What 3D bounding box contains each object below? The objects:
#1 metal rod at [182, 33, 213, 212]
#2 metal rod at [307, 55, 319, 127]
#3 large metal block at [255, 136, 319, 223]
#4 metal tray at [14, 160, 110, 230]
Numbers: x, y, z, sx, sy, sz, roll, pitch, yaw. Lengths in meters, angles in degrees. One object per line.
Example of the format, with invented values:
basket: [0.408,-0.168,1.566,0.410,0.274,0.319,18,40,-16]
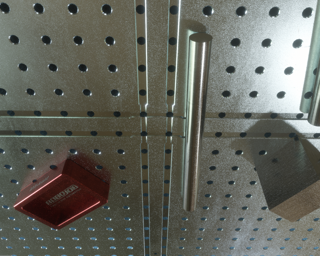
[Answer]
metal rod: [0.047,0.017,0.426,0.025,0.025,0.298,-1,130,1]
metal rod: [0.183,-0.122,0.309,0.025,0.025,0.298,-7,130,6]
large metal block: [0.192,0.073,0.440,0.050,0.080,0.080,29,124,-23]
metal tray: [-0.158,0.112,0.501,0.130,0.030,0.090,-33,123,24]
